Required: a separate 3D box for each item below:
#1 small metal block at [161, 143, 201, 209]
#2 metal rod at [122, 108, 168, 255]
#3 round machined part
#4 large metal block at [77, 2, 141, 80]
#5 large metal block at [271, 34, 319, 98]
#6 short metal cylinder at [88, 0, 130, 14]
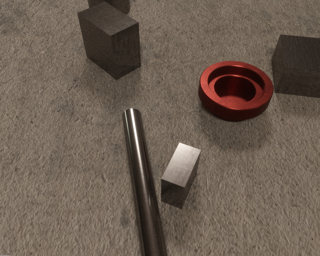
[{"bbox_3d":[0.023,0.053,0.343,0.025,0.050,0.050,19,53,15],"label":"small metal block"},{"bbox_3d":[-0.012,0.095,0.322,0.025,0.025,0.300,-8,50,-7],"label":"metal rod"},{"bbox_3d":[0.103,-0.047,0.433,0.099,0.042,0.098,0,50,0],"label":"round machined part"},{"bbox_3d":[-0.076,-0.135,0.480,0.050,0.080,0.080,-36,59,-26],"label":"large metal block"},{"bbox_3d":[0.219,-0.094,0.469,0.080,0.050,0.080,8,50,6],"label":"large metal block"},{"bbox_3d":[-0.100,-0.253,0.599,0.081,0.050,0.080,0,50,0],"label":"short metal cylinder"}]
